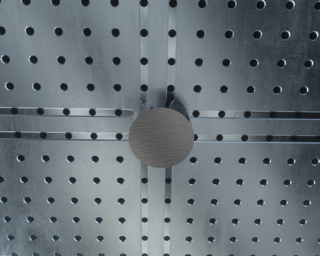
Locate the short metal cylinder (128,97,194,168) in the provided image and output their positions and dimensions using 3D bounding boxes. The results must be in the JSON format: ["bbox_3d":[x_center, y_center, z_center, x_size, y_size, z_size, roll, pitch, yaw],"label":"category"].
[{"bbox_3d":[0.002,0.005,0.402,0.080,0.050,0.079,0,110,0],"label":"short metal cylinder"}]
